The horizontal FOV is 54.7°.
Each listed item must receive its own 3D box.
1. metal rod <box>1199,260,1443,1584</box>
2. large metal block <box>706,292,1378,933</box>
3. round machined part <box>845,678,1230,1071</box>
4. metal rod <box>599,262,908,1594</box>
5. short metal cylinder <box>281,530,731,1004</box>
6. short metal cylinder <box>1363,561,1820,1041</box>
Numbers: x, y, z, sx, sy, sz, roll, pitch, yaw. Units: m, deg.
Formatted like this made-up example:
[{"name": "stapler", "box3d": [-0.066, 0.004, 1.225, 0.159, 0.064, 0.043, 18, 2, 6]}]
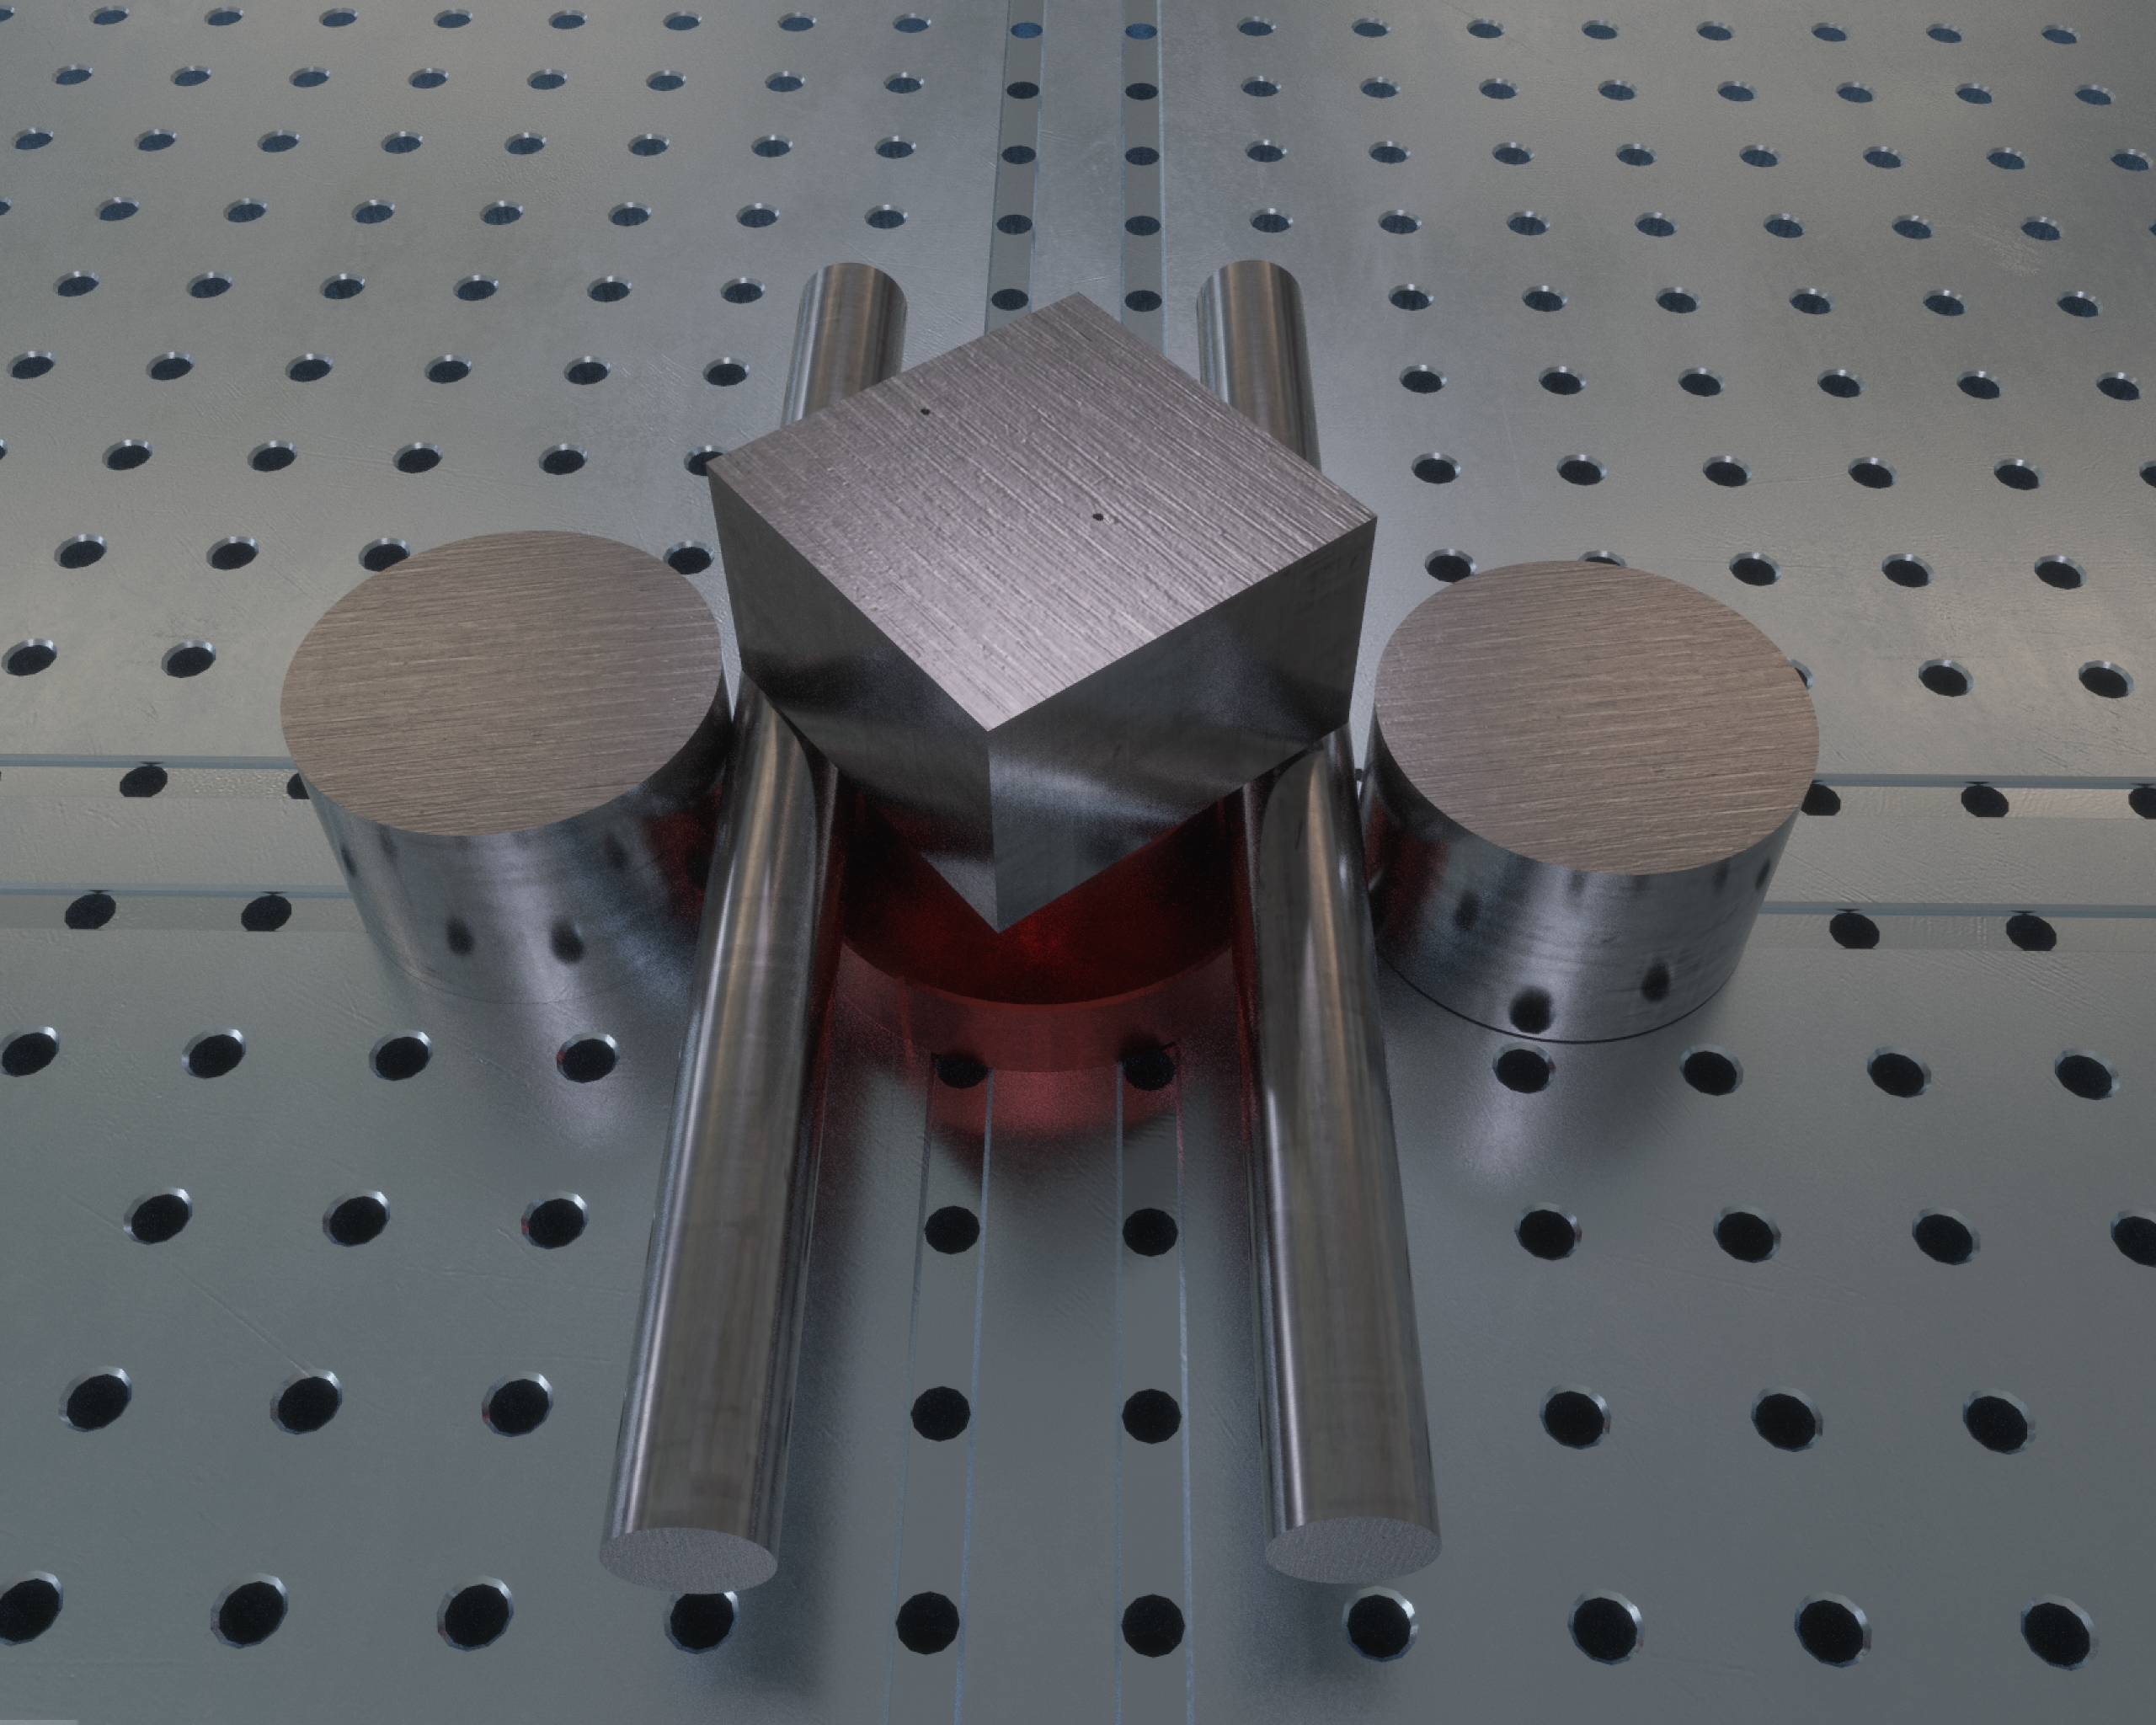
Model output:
[{"name": "metal rod", "box3d": [0.040, -0.016, 0.394, 0.025, 0.025, 0.300, 0, 50, 0]}, {"name": "large metal block", "box3d": [-0.007, -0.047, 0.369, 0.081, 0.050, 0.080, -31, 57, -24]}, {"name": "round machined part", "box3d": [-0.007, -0.011, 0.406, 0.099, 0.042, 0.098, 0, 50, 0]}, {"name": "metal rod", "box3d": [-0.054, -0.015, 0.393, 0.025, 0.025, 0.300, 0, 50, 0]}, {"name": "short metal cylinder", "box3d": [-0.107, -0.019, 0.407, 0.080, 0.050, 0.080, 0, 50, 0]}, {"name": "short metal cylinder", "box3d": [0.095, -0.013, 0.402, 0.080, 0.050, 0.080, 0, 50, 0]}]
